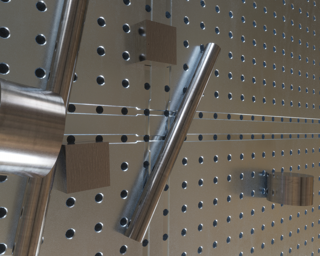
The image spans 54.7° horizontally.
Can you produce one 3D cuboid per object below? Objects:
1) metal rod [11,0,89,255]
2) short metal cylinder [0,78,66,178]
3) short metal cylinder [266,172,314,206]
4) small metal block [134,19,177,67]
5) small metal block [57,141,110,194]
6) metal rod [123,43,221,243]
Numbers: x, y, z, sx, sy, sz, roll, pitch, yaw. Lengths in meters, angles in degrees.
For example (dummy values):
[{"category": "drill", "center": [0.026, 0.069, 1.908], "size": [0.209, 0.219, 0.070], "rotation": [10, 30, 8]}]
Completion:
[{"category": "metal rod", "center": [-0.107, -0.024, 0.319], "size": [0.025, 0.025, 0.299], "rotation": [15, 81, -39]}, {"category": "short metal cylinder", "center": [-0.124, 0.002, 0.269], "size": [0.050, 0.080, 0.080], "rotation": [14, 81, -40]}, {"category": "short metal cylinder", "center": [0.241, 0.111, 0.576], "size": [0.081, 0.080, 0.050], "rotation": [4, 88, -40]}, {"category": "small metal block", "center": [-0.005, -0.108, 0.404], "size": [0.050, 0.025, 0.050], "rotation": [-1, 91, -40]}, {"category": "small metal block", "center": [-0.084, 0.041, 0.339], "size": [0.050, 0.025, 0.050], "rotation": [-3, 92, -40]}, {"category": "metal rod", "center": [0.024, 0.007, 0.429], "size": [0.025, 0.025, 0.300], "rotation": [37, 67, -34]}]
